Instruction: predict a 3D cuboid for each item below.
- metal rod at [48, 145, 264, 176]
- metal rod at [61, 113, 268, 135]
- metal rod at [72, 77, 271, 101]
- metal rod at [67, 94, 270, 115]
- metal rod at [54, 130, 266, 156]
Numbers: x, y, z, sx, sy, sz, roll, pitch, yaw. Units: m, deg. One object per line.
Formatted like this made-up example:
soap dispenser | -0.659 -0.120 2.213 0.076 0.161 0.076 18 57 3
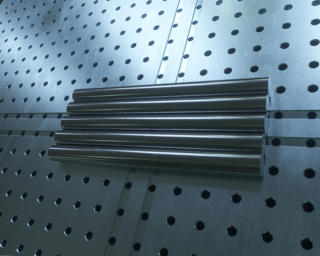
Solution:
metal rod | -0.025 0.038 0.397 0.300 0.025 0.025 0 62 27
metal rod | -0.014 -0.005 0.417 0.300 0.025 0.025 1 62 28
metal rod | -0.002 -0.050 0.439 0.300 0.025 0.025 1 62 28
metal rod | -0.008 -0.028 0.428 0.300 0.025 0.025 1 62 28
metal rod | -0.020 0.017 0.407 0.300 0.025 0.025 1 62 28
